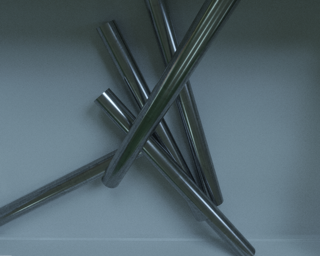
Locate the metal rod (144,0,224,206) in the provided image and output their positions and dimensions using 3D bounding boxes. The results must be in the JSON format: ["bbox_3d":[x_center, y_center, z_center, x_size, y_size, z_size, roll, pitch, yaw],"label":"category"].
[{"bbox_3d":[0.035,-0.026,0.402,0.025,0.025,0.298,-17,110,5],"label":"metal rod"}]

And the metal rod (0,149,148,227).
[{"bbox_3d":[-0.151,0.089,0.442,0.301,0.025,0.025,-27,108,9],"label":"metal rod"}]

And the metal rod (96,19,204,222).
[{"bbox_3d":[0.000,0.004,0.412,0.025,0.025,0.299,-24,109,8],"label":"metal rod"}]

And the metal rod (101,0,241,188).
[{"bbox_3d":[0.001,-0.029,0.324,0.025,0.025,0.298,26,127,-10],"label":"metal rod"}]

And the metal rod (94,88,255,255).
[{"bbox_3d":[0.026,0.069,0.408,0.025,0.025,0.300,-39,102,13],"label":"metal rod"}]
